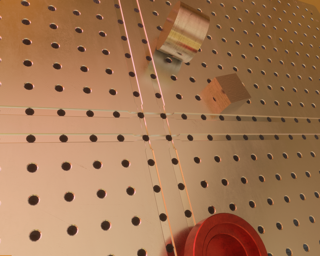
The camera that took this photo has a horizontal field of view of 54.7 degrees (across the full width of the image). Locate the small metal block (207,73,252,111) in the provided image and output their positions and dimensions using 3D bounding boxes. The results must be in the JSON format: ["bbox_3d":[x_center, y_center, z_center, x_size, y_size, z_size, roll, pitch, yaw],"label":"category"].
[{"bbox_3d":[0.113,-0.060,0.508,0.050,0.025,0.050,-16,71,-35],"label":"small metal block"}]

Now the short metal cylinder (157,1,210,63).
[{"bbox_3d":[0.035,-0.149,0.484,0.050,0.080,0.080,22,54,-16],"label":"short metal cylinder"}]

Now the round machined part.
[{"bbox_3d":[0.070,0.149,0.346,0.099,0.042,0.098,14,56,-21],"label":"round machined part"}]
